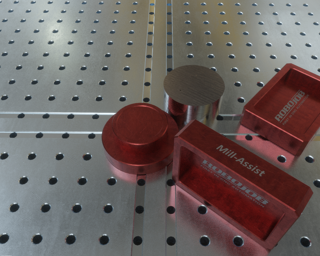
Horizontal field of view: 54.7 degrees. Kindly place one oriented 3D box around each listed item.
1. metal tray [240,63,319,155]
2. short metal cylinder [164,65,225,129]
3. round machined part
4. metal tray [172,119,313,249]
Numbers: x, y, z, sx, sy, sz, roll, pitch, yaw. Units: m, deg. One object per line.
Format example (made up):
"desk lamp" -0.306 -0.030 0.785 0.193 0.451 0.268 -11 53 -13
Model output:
"metal tray" 0.185 -0.032 0.431 0.090 0.030 0.131 34 58 25
"short metal cylinder" 0.045 -0.042 0.427 0.081 0.050 0.080 0 50 0
"round machined part" -0.024 0.006 0.391 0.099 0.042 0.098 0 50 0
"metal tray" 0.073 0.058 0.317 0.130 0.089 0.030 33 57 24
